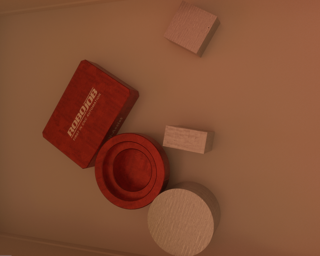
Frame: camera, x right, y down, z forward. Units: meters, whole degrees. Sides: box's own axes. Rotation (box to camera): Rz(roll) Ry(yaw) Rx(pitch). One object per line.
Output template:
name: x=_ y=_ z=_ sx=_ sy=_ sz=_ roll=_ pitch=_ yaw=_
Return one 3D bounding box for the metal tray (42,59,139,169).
metal tray: x=-0.100 y=-0.019 z=0.442 sx=0.090 sy=0.030 sz=0.129 roll=35 pitch=101 yaw=16

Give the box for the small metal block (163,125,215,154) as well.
small metal block: x=0.037 y=0.013 z=0.384 sx=0.050 sy=0.050 sz=0.025 roll=10 pitch=94 yaw=19

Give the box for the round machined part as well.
round machined part: x=-0.033 y=0.055 z=0.412 sx=0.098 sy=0.042 sz=0.097 roll=0 pitch=90 yaw=19

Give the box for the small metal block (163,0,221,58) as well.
small metal block: x=0.041 y=-0.126 z=0.396 sx=0.050 sy=0.025 sz=0.050 roll=32 pitch=100 yaw=16

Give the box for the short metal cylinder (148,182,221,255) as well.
short metal cylinder: x=0.031 y=0.111 z=0.386 sx=0.080 sy=0.050 sz=0.079 roll=0 pitch=90 yaw=19
